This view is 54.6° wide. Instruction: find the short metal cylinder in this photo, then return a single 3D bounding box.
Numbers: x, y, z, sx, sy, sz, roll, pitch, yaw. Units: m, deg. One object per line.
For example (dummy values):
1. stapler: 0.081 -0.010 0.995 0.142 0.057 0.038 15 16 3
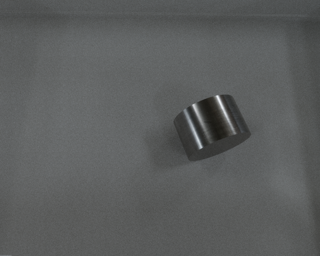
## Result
1. short metal cylinder: 0.063 0.001 0.380 0.080 0.080 0.050 -19 71 -7
